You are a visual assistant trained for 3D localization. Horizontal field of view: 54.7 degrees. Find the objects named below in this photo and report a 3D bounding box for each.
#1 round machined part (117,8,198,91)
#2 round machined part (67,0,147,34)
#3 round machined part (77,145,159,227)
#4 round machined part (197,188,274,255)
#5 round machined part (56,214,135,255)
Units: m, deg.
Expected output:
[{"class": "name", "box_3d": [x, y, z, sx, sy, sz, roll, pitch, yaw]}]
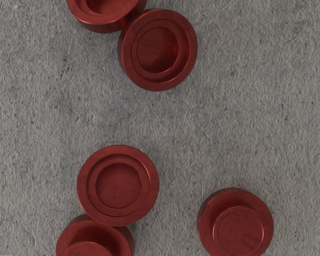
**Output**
[{"class": "round machined part", "box_3d": [-0.006, -0.098, 0.387, 0.099, 0.042, 0.097, -10, 117, -20]}, {"class": "round machined part", "box_3d": [-0.063, -0.163, 0.391, 0.098, 0.042, 0.098, -3, 75, 10]}, {"class": "round machined part", "box_3d": [-0.052, 0.073, 0.392, 0.099, 0.042, 0.098, 2, 73, -5]}, {"class": "round machined part", "box_3d": [0.099, 0.130, 0.402, 0.099, 0.042, 0.097, 0, 90, 0]}, {"class": "round machined part", "box_3d": [-0.083, 0.161, 0.389, 0.099, 0.042, 0.097, 1, 104, 4]}]
